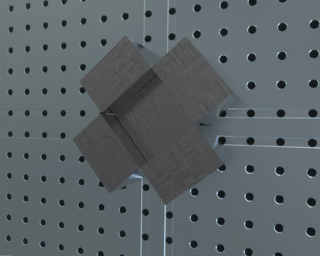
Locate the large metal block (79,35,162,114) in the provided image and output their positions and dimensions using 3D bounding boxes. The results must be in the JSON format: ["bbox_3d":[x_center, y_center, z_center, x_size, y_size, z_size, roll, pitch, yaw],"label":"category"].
[{"bbox_3d":[-0.040,-0.062,0.398,0.080,0.080,0.050,-40,77,16],"label":"large metal block"}]

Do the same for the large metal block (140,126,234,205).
[{"bbox_3d":[0.036,0.041,0.372,0.080,0.080,0.050,-39,78,16],"label":"large metal block"}]

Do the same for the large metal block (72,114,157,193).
[{"bbox_3d":[-0.051,0.029,0.402,0.050,0.080,0.080,-40,78,16],"label":"large metal block"}]

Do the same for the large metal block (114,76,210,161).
[{"bbox_3d":[0.003,-0.011,0.397,0.080,0.050,0.080,-40,76,17],"label":"large metal block"}]

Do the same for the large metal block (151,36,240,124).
[{"bbox_3d":[0.046,-0.052,0.368,0.050,0.080,0.080,-40,78,15],"label":"large metal block"}]
